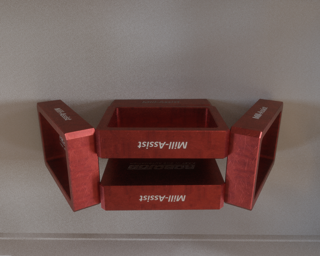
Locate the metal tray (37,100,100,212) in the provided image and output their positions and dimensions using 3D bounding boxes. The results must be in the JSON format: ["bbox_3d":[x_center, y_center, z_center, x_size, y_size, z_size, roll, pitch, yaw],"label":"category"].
[{"bbox_3d":[-0.110,0.026,0.364,0.030,0.130,0.089,-12,114,-30],"label":"metal tray"}]

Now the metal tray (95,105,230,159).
[{"bbox_3d":[0.003,0.001,0.343,0.131,0.090,0.030,0,110,-1],"label":"metal tray"}]

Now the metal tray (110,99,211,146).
[{"bbox_3d":[0.002,0.009,0.410,0.131,0.030,0.089,-1,110,-1],"label":"metal tray"}]

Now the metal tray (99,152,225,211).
[{"bbox_3d":[0.002,0.058,0.364,0.131,0.090,0.030,0,110,-1],"label":"metal tray"}]

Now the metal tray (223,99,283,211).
[{"bbox_3d":[0.113,0.024,0.365,0.030,0.131,0.089,12,113,27],"label":"metal tray"}]
